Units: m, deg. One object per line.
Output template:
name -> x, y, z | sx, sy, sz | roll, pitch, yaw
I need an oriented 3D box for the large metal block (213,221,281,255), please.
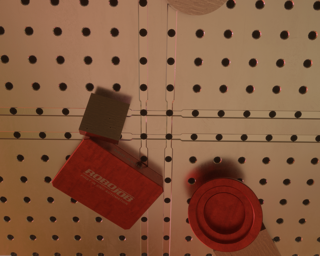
large metal block -> 0.131, 0.181, 0.468 | 0.080, 0.050, 0.080 | -28, 108, 9

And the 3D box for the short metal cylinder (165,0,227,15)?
short metal cylinder -> 0.039, -0.166, 0.339 | 0.081, 0.050, 0.079 | 0, 110, 0

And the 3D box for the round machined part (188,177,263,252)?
round machined part -> 0.091, 0.118, 0.434 | 0.098, 0.042, 0.097 | -1, 84, 12

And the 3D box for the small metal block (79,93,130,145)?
small metal block -> -0.070, -0.011, 0.395 | 0.050, 0.025, 0.050 | 16, 73, -6

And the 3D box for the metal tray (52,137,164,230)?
metal tray -> -0.071, 0.076, 0.438 | 0.130, 0.030, 0.090 | 36, 106, -13
